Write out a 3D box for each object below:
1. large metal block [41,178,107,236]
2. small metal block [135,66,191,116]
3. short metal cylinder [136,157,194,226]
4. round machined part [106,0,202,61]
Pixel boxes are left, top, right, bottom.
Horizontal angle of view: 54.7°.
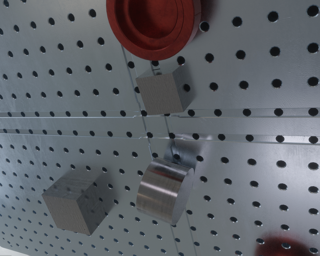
[{"bbox_3d":[-0.155,0.141,0.564,0.080,0.050,0.080,1,119,27],"label":"large metal block"},{"bbox_3d":[0.004,-0.045,0.381,0.050,0.025,0.050,-4,117,30],"label":"small metal block"},{"bbox_3d":[0.009,0.085,0.424,0.050,0.080,0.079,16,125,19],"label":"short metal cylinder"},{"bbox_3d":[-0.003,-0.124,0.325,0.098,0.042,0.097,13,124,21],"label":"round machined part"}]
